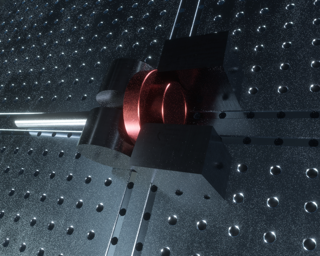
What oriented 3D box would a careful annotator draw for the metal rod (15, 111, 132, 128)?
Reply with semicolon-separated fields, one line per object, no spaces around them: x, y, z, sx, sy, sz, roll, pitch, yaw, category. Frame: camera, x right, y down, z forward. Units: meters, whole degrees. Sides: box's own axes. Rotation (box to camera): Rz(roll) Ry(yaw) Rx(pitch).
-0.115;-0.012;0.462;0.300;0.025;0.025;0;62;32;metal rod

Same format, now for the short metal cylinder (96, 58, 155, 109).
-0.041;-0.051;0.426;0.080;0.080;0.050;1;63;28;short metal cylinder

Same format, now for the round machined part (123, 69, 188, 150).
0.001;-0.021;0.373;0.042;0.098;0.098;1;62;29;round machined part

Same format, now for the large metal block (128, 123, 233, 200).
0.026;0.037;0.338;0.080;0.080;0.050;3;63;29;large metal block

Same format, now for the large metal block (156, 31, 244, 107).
0.054;-0.069;0.388;0.080;0.080;0.050;0;62;28;large metal block

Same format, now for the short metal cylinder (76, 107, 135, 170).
-0.059;0.015;0.394;0.080;0.080;0.050;1;63;29;short metal cylinder
